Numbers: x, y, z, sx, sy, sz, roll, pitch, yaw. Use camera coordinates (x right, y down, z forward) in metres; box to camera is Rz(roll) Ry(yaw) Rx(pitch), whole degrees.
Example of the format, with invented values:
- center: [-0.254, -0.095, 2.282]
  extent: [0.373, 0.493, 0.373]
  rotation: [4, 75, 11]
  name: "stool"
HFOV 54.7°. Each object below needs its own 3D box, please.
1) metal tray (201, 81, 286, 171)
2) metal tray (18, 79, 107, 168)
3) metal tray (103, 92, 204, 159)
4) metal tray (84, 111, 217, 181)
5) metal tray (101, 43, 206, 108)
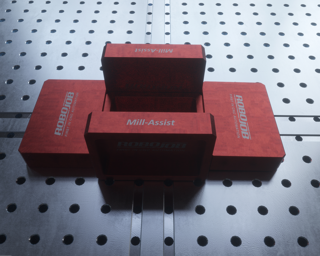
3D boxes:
- center: [0.102, -0.007, 0.409]
  extent: [0.091, 0.030, 0.130]
  rotation: [2, 50, -1]
  name: "metal tray"
- center: [-0.120, -0.010, 0.411]
  extent: [0.091, 0.030, 0.130]
  rotation: [1, 50, 0]
  name: "metal tray"
- center: [-0.009, -0.005, 0.406]
  extent: [0.131, 0.030, 0.090]
  rotation: [1, 50, 0]
  name: "metal tray"
- center: [-0.010, 0.023, 0.344]
  extent: [0.131, 0.089, 0.030]
  rotation: [1, 50, 0]
  name: "metal tray"
- center: [-0.008, -0.069, 0.423]
  extent: [0.131, 0.089, 0.030]
  rotation: [1, 50, 0]
  name: "metal tray"
